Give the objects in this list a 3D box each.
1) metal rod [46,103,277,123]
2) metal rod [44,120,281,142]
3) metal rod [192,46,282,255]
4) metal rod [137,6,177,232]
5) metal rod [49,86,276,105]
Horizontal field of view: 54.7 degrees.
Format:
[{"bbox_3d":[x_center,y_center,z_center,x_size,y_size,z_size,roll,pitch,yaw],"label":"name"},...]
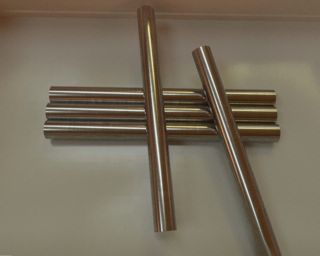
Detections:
[{"bbox_3d":[0.002,-0.019,0.415,0.302,0.025,0.025,1,70,0],"label":"metal rod"},{"bbox_3d":[0.003,0.004,0.407,0.302,0.025,0.025,1,70,0],"label":"metal rod"},{"bbox_3d":[0.094,0.039,0.374,0.025,0.025,0.299,-15,78,-6],"label":"metal rod"},{"bbox_3d":[-0.007,-0.026,0.391,0.025,0.025,0.299,-5,70,-2],"label":"metal rod"},{"bbox_3d":[0.004,-0.042,0.424,0.302,0.025,0.025,1,70,0],"label":"metal rod"}]
